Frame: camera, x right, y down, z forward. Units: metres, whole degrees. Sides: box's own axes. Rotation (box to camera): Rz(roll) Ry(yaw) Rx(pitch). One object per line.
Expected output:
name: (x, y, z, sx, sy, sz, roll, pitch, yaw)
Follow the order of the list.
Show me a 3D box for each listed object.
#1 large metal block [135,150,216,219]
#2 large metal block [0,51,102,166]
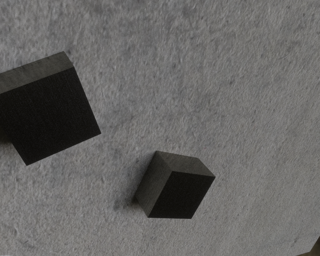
large metal block: (0.021, 0.086, 0.457, 0.081, 0.050, 0.079, 13, 112, -34)
large metal block: (-0.116, -0.021, 0.315, 0.081, 0.050, 0.080, -25, 128, -14)
